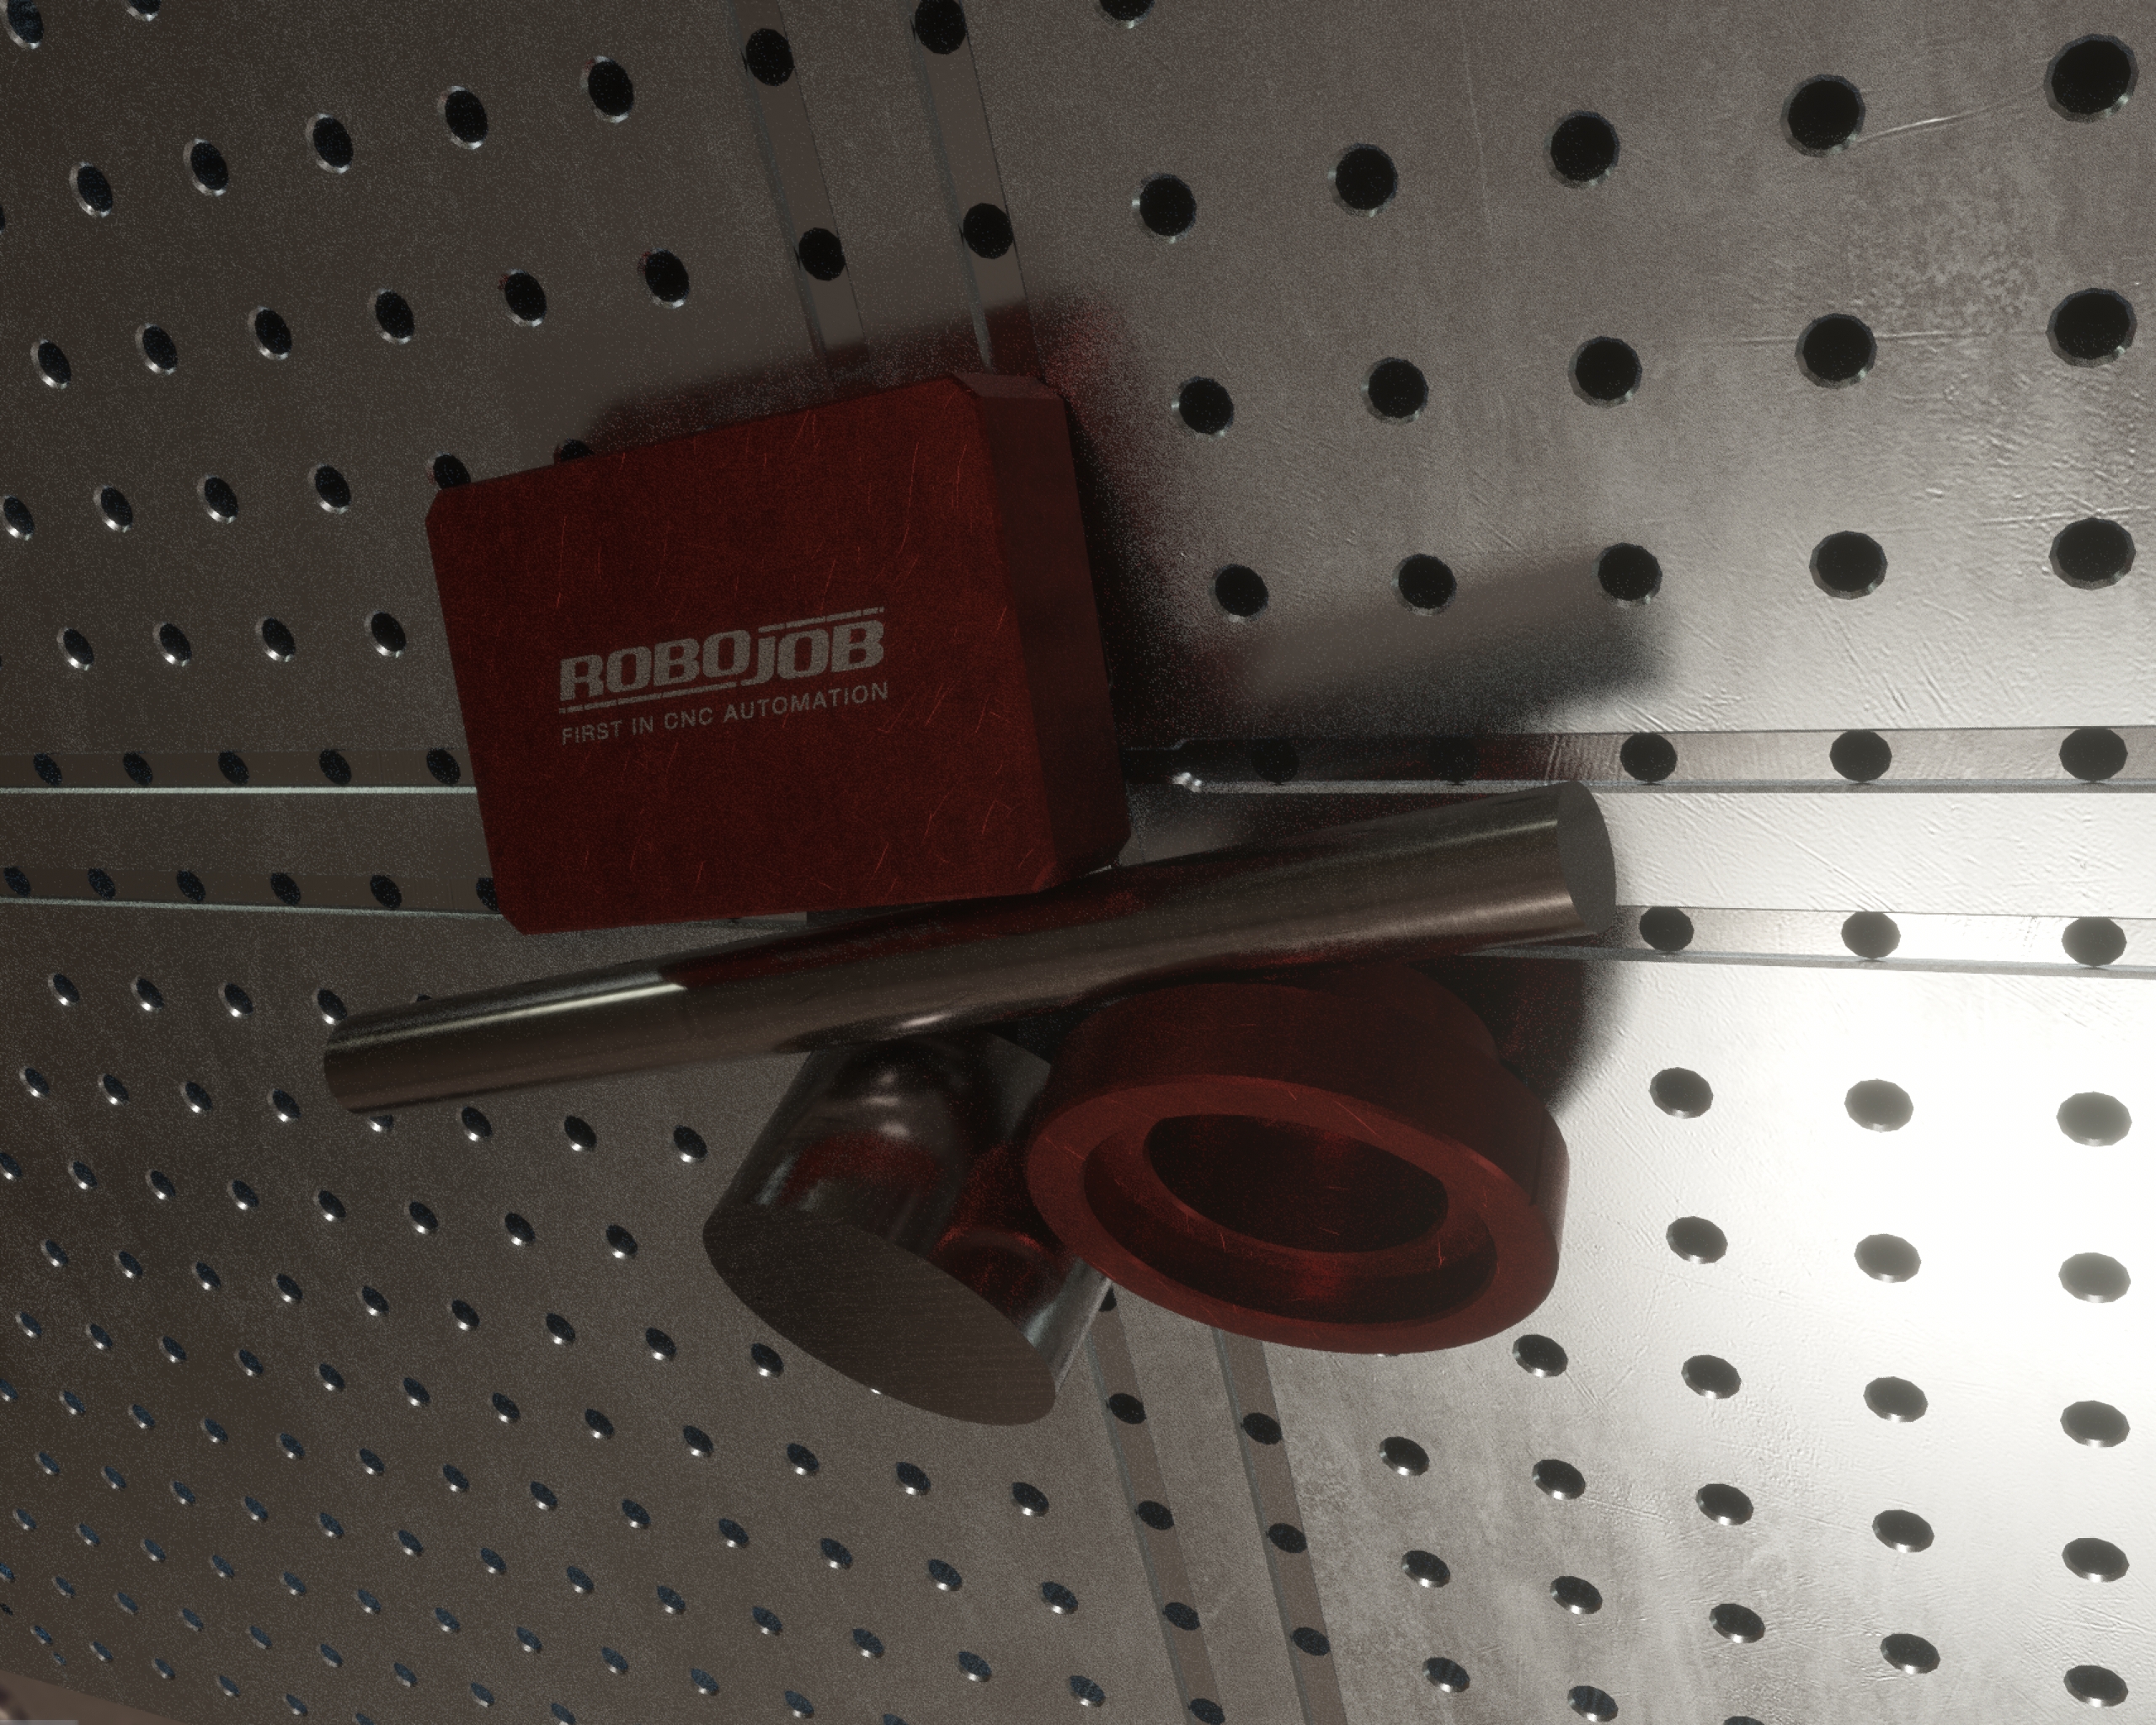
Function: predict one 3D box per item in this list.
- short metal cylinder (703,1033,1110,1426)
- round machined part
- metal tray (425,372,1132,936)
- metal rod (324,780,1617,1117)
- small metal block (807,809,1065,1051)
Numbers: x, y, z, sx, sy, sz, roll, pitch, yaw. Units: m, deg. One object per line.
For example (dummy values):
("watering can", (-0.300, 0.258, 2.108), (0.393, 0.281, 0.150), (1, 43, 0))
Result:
("short metal cylinder", (-0.031, 0.076, 0.441), (0.080, 0.050, 0.080), (19, 145, 14))
("round machined part", (0.043, 0.051, 0.393), (0.098, 0.042, 0.097), (11, 143, 9))
("metal tray", (-0.060, -0.036, 0.397), (0.130, 0.030, 0.089), (-5, 97, 29))
("metal rod", (-0.043, 0.023, 0.413), (0.300, 0.025, 0.025), (-11, 113, 32))
("small metal block", (-0.029, 0.014, 0.445), (0.050, 0.025, 0.050), (17, 125, 18))
